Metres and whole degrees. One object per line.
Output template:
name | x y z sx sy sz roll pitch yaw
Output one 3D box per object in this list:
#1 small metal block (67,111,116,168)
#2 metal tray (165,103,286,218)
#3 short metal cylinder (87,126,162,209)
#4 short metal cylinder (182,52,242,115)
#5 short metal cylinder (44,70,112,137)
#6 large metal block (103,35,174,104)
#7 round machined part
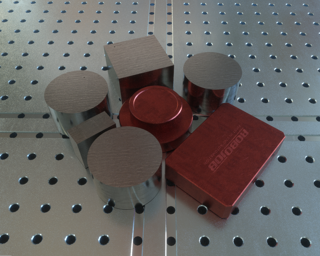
small metal block | -0.079 0.015 0.377 0.050 0.050 0.025 -30 56 -23
metal tray | 0.079 0.032 0.376 0.090 0.030 0.131 33 57 25
short metal cylinder | -0.038 0.044 0.353 0.080 0.050 0.080 0 50 0
short metal cylinder | 0.072 -0.064 0.445 0.080 0.050 0.080 0 50 0
short metal cylinder | -0.107 -0.032 0.417 0.080 0.050 0.080 0 50 0
large metal block | -0.032 -0.090 0.466 0.081 0.050 0.080 -17 52 -14
round machined part | -0.006 -0.019 0.411 0.099 0.042 0.098 0 50 0
